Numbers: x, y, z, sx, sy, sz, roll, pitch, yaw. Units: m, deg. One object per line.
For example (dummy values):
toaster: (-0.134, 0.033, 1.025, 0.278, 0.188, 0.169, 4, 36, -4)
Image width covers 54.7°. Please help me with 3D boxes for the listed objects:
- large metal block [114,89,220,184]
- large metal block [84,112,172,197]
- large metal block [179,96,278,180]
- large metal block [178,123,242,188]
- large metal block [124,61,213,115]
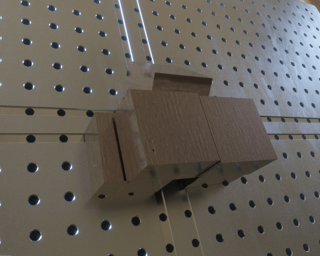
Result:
large metal block: (0.005, 0.009, 0.323, 0.081, 0.050, 0.080, 0, 62, -29)
large metal block: (-0.037, 0.030, 0.356, 0.081, 0.050, 0.080, 1, 61, -28)
large metal block: (0.077, 0.011, 0.362, 0.081, 0.050, 0.080, 0, 62, -29)
large metal block: (0.067, 0.029, 0.411, 0.081, 0.050, 0.080, -1, 62, -29)
large metal block: (0.008, -0.052, 0.403, 0.081, 0.050, 0.080, 0, 20, -29)
